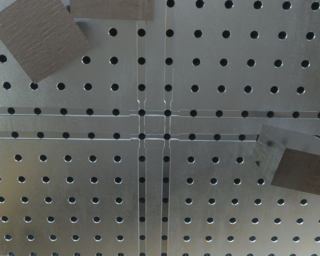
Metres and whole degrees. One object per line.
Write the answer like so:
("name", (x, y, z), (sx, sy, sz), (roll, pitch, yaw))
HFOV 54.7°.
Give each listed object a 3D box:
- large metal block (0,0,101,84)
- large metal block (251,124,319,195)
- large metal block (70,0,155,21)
("large metal block", (-0.129, -0.110, 0.358), (0.080, 0.050, 0.080), (-30, 108, 10))
("large metal block", (0.176, 0.040, 0.401), (0.081, 0.080, 0.050), (13, 110, -5))
("large metal block", (-0.046, -0.143, 0.331), (0.081, 0.080, 0.050), (2, 110, -1))
